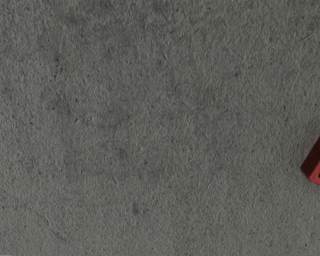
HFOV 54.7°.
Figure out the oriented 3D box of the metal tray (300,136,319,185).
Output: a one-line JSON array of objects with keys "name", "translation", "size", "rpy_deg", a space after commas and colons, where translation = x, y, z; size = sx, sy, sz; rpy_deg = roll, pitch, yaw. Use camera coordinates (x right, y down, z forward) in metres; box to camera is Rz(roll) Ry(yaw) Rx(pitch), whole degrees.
[{"name": "metal tray", "translation": [0.277, 0.050, 0.427], "size": [0.131, 0.030, 0.089], "rpy_deg": [20, 109, -8]}]
